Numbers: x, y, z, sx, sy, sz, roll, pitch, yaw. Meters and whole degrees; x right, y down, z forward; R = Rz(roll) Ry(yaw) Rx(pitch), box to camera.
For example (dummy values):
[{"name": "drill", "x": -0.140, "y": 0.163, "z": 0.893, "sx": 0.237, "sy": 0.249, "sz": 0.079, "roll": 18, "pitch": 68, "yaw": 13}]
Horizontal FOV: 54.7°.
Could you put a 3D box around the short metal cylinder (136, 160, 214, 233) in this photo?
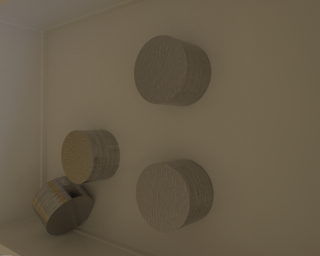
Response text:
[{"name": "short metal cylinder", "x": 0.017, "y": 0.080, "z": 0.376, "sx": 0.080, "sy": 0.050, "sz": 0.080, "roll": 0, "pitch": 90, "yaw": 40}]

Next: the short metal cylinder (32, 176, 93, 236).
[{"name": "short metal cylinder", "x": -0.156, "y": 0.125, "z": 0.500, "sx": 0.050, "sy": 0.081, "sz": 0.079, "roll": 39, "pitch": 114, "yaw": 33}]

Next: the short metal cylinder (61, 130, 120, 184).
[{"name": "short metal cylinder", "x": -0.108, "y": 0.043, "z": 0.480, "sx": 0.080, "sy": 0.050, "sz": 0.080, "roll": 0, "pitch": 90, "yaw": 40}]

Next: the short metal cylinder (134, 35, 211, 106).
[{"name": "short metal cylinder", "x": 0.015, "y": -0.068, "z": 0.378, "sx": 0.080, "sy": 0.050, "sz": 0.080, "roll": 0, "pitch": 90, "yaw": 40}]
